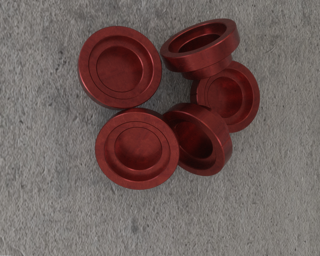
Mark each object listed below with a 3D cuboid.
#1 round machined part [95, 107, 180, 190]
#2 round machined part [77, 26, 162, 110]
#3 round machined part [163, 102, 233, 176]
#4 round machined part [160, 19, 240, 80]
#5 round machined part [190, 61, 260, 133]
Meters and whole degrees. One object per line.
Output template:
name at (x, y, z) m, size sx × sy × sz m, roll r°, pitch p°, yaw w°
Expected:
round machined part at (-0.025, 0.022, 0.376) m, size 0.099 × 0.042 × 0.097 m, roll 1°, pitch 108°, yaw 3°
round machined part at (-0.051, -0.070, 0.379) m, size 0.099 × 0.042 × 0.097 m, roll 1°, pitch 86°, yaw -19°
round machined part at (0.047, 0.010, 0.391) m, size 0.042 × 0.098 × 0.098 m, roll -42°, pitch 105°, yaw -36°
round machined part at (0.053, -0.096, 0.394) m, size 0.098 × 0.098 × 0.042 m, roll -37°, pitch 123°, yaw -16°
round machined part at (0.085, -0.042, 0.431) m, size 0.099 × 0.042 × 0.097 m, roll 0°, pitch 90°, yaw -21°
